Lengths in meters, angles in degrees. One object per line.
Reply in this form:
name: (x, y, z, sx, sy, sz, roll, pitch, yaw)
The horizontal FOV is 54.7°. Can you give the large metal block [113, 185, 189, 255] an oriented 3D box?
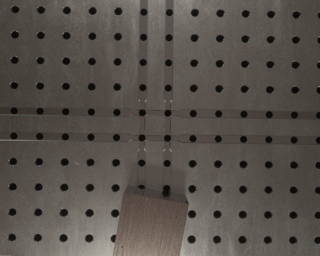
large metal block: (-0.011, 0.125, 0.401, 0.080, 0.050, 0.080, 10, 90, -1)
